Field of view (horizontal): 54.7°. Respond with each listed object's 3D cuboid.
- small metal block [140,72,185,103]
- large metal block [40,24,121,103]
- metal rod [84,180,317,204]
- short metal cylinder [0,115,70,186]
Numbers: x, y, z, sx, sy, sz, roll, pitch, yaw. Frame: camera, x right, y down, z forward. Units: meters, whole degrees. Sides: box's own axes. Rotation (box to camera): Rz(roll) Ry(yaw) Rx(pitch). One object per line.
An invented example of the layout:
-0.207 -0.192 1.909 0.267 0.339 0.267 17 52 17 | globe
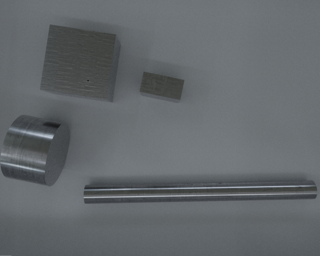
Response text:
0.002 -0.051 0.399 0.050 0.050 0.025 12 90 -1 | small metal block
-0.099 -0.080 0.398 0.081 0.050 0.080 9 90 -1 | large metal block
0.053 0.085 0.412 0.302 0.025 0.025 -1 90 -1 | metal rod
-0.150 0.028 0.382 0.050 0.080 0.080 12 90 0 | short metal cylinder
